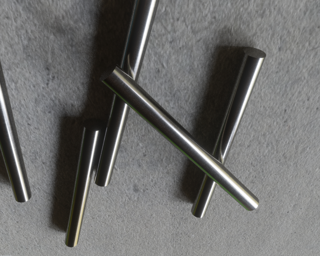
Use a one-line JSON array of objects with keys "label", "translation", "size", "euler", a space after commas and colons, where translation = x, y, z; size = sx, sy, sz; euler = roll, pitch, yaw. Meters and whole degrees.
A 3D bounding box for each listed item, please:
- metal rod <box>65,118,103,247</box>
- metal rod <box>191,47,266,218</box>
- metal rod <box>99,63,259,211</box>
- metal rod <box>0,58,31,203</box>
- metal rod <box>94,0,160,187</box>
[{"label": "metal rod", "translation": [-0.127, 0.105, 0.494], "size": [0.025, 0.025, 0.298], "euler": [12, 129, -10]}, {"label": "metal rod", "translation": [0.085, 0.030, 0.434], "size": [0.025, 0.025, 0.298], "euler": [5, 130, -5]}, {"label": "metal rod", "translation": [0.043, 0.028, 0.397], "size": [0.025, 0.025, 0.300], "euler": [-33, 123, 24]}, {"label": "metal rod", "translation": [-0.201, -0.003, 0.401], "size": [0.025, 0.025, 0.298], "euler": [5, 130, -5]}, {"label": "metal rod", "translation": [-0.048, -0.030, 0.380], "size": [0.025, 0.025, 0.298], "euler": [12, 129, -10]}]
